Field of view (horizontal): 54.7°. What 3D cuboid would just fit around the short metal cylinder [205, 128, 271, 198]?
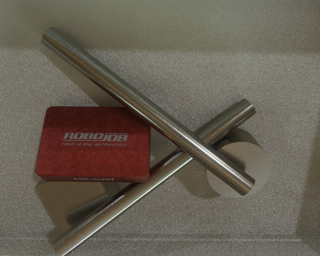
[{"bbox_3d":[0.099,0.045,0.414,0.081,0.050,0.079,0,110,-1],"label":"short metal cylinder"}]

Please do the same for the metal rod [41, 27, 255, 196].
[{"bbox_3d":[-0.014,-0.019,0.371,0.301,0.025,0.025,37,106,0],"label":"metal rod"}]

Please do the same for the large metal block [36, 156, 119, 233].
[{"bbox_3d":[-0.106,0.088,0.424,0.080,0.050,0.080,-18,109,6],"label":"large metal block"}]

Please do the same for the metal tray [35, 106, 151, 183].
[{"bbox_3d":[-0.078,0.020,0.384,0.131,0.030,0.090,1,66,0],"label":"metal tray"}]

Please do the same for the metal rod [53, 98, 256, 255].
[{"bbox_3d":[-0.005,0.061,0.393,0.301,0.025,0.025,-37,107,-3],"label":"metal rod"}]
